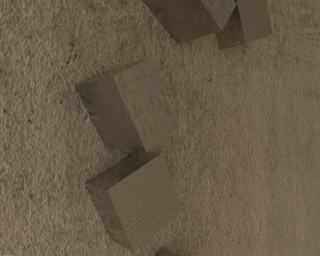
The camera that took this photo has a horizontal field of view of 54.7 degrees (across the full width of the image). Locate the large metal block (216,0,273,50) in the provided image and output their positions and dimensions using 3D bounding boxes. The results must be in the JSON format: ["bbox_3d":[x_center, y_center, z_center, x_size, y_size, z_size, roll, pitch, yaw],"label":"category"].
[{"bbox_3d":[0.130,-0.178,0.497,0.081,0.050,0.080,-27,107,-37],"label":"large metal block"}]

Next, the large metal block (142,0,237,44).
[{"bbox_3d":[0.037,-0.163,0.399,0.080,0.080,0.050,44,64,-32],"label":"large metal block"}]

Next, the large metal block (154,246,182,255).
[{"bbox_3d":[0.010,0.217,0.397,0.080,0.050,0.080,-41,115,-32],"label":"large metal block"}]

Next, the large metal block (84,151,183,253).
[{"bbox_3d":[-0.028,0.081,0.365,0.081,0.050,0.080,-31,110,-36],"label":"large metal block"}]

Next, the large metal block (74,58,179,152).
[{"bbox_3d":[-0.037,-0.024,0.338,0.050,0.080,0.080,-35,112,-34],"label":"large metal block"}]
